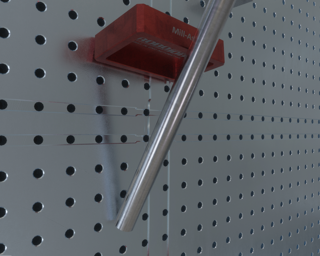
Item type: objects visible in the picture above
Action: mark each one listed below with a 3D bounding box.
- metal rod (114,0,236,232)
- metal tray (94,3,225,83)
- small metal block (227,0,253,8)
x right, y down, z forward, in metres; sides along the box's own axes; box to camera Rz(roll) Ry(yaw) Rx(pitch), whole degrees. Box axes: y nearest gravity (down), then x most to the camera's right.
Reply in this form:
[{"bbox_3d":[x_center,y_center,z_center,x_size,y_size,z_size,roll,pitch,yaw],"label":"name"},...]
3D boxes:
[{"bbox_3d":[0.014,-0.015,0.339,0.025,0.025,0.298,11,109,-40],"label":"metal rod"},{"bbox_3d":[0.001,-0.092,0.365,0.131,0.090,0.030,8,76,-40],"label":"metal tray"},{"bbox_3d":[0.110,-0.212,0.485,0.050,0.050,0.025,7,86,-40],"label":"small metal block"}]
